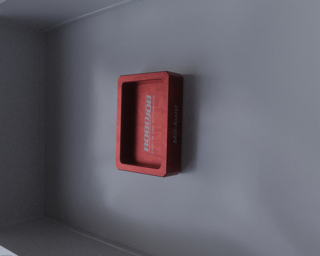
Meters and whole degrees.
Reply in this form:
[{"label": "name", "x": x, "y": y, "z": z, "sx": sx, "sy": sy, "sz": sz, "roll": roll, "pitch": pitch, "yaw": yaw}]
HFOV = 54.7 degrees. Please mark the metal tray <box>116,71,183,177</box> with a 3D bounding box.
[{"label": "metal tray", "x": -0.016, "y": -0.006, "z": 0.411, "sx": 0.090, "sy": 0.030, "sz": 0.129, "roll": 2, "pitch": 91, "yaw": 39}]
